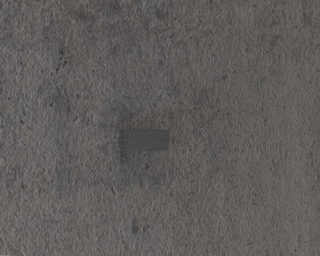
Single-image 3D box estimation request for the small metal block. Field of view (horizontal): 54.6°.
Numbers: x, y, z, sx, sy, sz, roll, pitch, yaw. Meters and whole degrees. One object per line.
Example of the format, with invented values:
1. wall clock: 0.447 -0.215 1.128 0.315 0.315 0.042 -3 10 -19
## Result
1. small metal block: -0.021 0.014 0.388 0.050 0.050 0.025 0 90 -20
